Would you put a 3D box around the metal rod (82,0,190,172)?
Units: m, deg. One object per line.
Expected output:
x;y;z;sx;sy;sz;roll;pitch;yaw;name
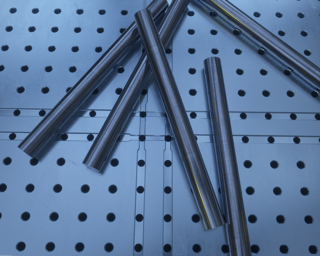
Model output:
-0.025;-0.078;0.439;0.025;0.025;0.300;23;71;8;metal rod

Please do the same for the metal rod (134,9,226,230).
0.021;-0.021;0.403;0.025;0.025;0.299;-17;77;-6;metal rod

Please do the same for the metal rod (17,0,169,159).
-0.085;-0.082;0.440;0.025;0.025;0.300;34;73;11;metal rod

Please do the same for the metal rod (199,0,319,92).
0.136;-0.152;0.468;0.300;0.025;0.025;43;75;13;metal rod

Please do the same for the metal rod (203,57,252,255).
0.086;0.044;0.396;0.025;0.025;0.299;-4;70;-2;metal rod
